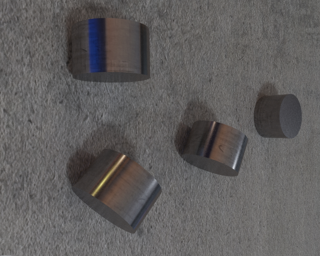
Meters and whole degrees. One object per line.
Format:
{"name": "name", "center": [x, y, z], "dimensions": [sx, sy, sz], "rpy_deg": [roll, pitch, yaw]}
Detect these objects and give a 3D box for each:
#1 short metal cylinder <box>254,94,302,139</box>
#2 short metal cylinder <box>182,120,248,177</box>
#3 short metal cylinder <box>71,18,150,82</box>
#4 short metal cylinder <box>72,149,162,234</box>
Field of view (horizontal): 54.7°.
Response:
{"name": "short metal cylinder", "center": [0.218, -0.021, 0.571], "dimensions": [0.081, 0.050, 0.080], "rpy_deg": [0, 90, -40]}
{"name": "short metal cylinder", "center": [0.076, 0.030, 0.433], "dimensions": [0.080, 0.080, 0.050], "rpy_deg": [33, 70, -35]}
{"name": "short metal cylinder", "center": [-0.051, -0.078, 0.326], "dimensions": [0.081, 0.080, 0.050], "rpy_deg": [-2, 92, -40]}
{"name": "short metal cylinder", "center": [-0.045, 0.067, 0.331], "dimensions": [0.080, 0.080, 0.050], "rpy_deg": [52, 60, -28]}
